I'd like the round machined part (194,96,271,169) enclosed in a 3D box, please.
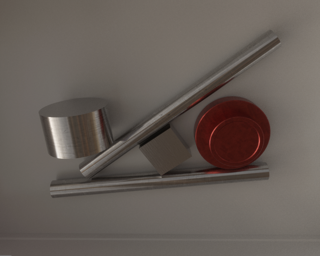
[{"bbox_3d":[0.096,0.011,0.404,0.099,0.042,0.097,0,110,-1],"label":"round machined part"}]

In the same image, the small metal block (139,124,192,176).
[{"bbox_3d":[0.007,0.028,0.419,0.050,0.025,0.050,-34,107,11],"label":"small metal block"}]

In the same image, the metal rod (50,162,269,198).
[{"bbox_3d":[-0.001,0.074,0.437,0.302,0.025,0.025,-5,110,1],"label":"metal rod"}]

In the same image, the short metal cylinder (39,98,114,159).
[{"bbox_3d":[-0.101,-0.002,0.379,0.081,0.080,0.050,-5,110,1],"label":"short metal cylinder"}]

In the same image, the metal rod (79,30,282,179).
[{"bbox_3d":[0.017,-0.024,0.401,0.300,0.025,0.025,-35,107,11],"label":"metal rod"}]
